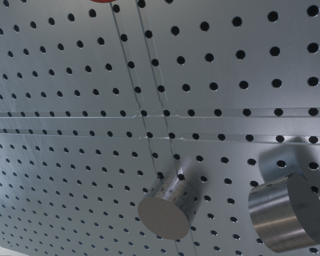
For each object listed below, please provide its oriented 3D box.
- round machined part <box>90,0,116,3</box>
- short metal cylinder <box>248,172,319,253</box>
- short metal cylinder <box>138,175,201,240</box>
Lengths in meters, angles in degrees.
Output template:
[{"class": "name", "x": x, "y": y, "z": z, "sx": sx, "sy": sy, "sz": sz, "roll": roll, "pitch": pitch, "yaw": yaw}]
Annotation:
[{"class": "round machined part", "x": -0.054, "y": -0.183, "z": 0.316, "sx": 0.098, "sy": 0.042, "sz": 0.097, "roll": 13, "pitch": 124, "yaw": 21}, {"class": "short metal cylinder", "x": 0.148, "y": 0.098, "z": 0.358, "sx": 0.050, "sy": 0.080, "sz": 0.080, "roll": -34, "pitch": 99, "yaw": 38}, {"class": "short metal cylinder", "x": 0.014, "y": 0.118, "z": 0.460, "sx": 0.080, "sy": 0.050, "sz": 0.079, "roll": 13, "pitch": 124, "yaw": 21}]
